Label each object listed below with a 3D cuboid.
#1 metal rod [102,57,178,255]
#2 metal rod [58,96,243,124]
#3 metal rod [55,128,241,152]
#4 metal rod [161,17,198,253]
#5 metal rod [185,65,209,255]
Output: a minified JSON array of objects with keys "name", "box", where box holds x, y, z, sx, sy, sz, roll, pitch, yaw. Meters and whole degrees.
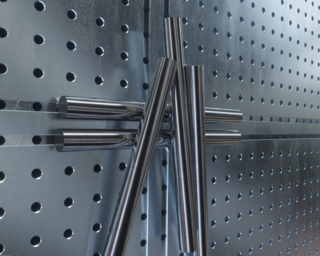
[{"name":"metal rod","box":[-0.030,0.063,0.362,0.025,0.025,0.299,19,85,-39]},{"name":"metal rod","box":[0.013,-0.020,0.423,0.302,0.025,0.025,1,90,-40]},{"name":"metal rod","box":[0.010,0.014,0.420,0.302,0.025,0.025,1,90,-40]},{"name":"metal rod","box":[0.026,0.012,0.401,0.025,0.025,0.298,-8,95,-40]},{"name":"metal rod","box":[0.052,0.065,0.431,0.025,0.025,0.298,-14,106,-40]}]
